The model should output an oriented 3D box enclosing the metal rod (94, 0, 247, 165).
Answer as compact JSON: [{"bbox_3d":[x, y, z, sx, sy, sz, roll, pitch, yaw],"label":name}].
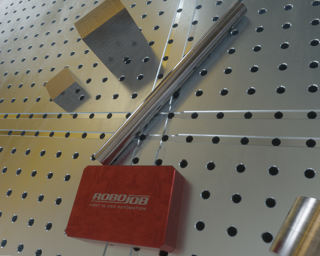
[{"bbox_3d":[0.019,-0.065,0.437,0.300,0.025,0.025,-48,52,-6],"label":"metal rod"}]

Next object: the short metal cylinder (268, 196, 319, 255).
[{"bbox_3d":[0.135,0.097,0.243,0.080,0.080,0.050,24,75,36],"label":"short metal cylinder"}]

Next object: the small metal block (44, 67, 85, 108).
[{"bbox_3d":[-0.166,-0.071,0.536,0.050,0.025,0.050,-39,51,1],"label":"small metal block"}]

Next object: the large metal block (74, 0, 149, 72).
[{"bbox_3d":[-0.077,-0.153,0.506,0.080,0.080,0.050,-35,52,5],"label":"large metal block"}]

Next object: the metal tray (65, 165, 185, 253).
[{"bbox_3d":[-0.042,0.092,0.369,0.130,0.030,0.090,-3,60,26],"label":"metal tray"}]
